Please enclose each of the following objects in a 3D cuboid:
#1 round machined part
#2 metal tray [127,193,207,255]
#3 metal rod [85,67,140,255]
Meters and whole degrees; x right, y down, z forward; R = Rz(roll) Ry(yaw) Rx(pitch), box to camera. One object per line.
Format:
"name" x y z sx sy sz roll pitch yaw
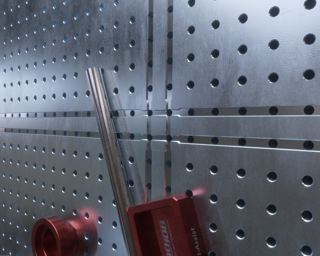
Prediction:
"round machined part" -0.184 0.205 0.551 0.098 0.042 0.097 0 90 40
"metal tray" 0.012 0.157 0.396 0.090 0.030 0.129 -23 75 37
"metal rod" -0.069 0.049 0.466 0.025 0.025 0.299 -25 74 37
